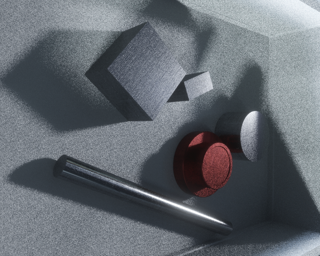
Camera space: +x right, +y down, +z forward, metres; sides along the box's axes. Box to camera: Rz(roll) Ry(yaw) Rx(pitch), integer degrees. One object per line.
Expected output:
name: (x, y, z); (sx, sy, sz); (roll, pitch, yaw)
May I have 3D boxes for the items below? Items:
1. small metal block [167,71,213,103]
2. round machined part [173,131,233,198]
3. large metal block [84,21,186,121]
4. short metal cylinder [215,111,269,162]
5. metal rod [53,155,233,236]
small metal block: (0.035, -0.056, 0.422); (0.050, 0.050, 0.025); (-29, 108, -37)
round machined part: (0.070, 0.054, 0.457); (0.099, 0.042, 0.097); (0, 90, -40)
large metal block: (-0.027, -0.064, 0.370); (0.080, 0.050, 0.080); (49, 61, -29)
short metal cylinder: (0.135, 0.013, 0.506); (0.081, 0.050, 0.079); (0, 90, -40)
metal rod: (0.001, 0.100, 0.409); (0.301, 0.025, 0.025); (30, 71, -36)
